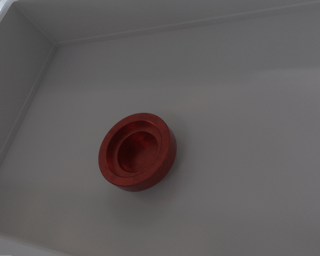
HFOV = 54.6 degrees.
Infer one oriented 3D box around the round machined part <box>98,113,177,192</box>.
[{"bbox_3d":[-0.024,0.033,0.388,0.098,0.042,0.098,-13,56,21],"label":"round machined part"}]
